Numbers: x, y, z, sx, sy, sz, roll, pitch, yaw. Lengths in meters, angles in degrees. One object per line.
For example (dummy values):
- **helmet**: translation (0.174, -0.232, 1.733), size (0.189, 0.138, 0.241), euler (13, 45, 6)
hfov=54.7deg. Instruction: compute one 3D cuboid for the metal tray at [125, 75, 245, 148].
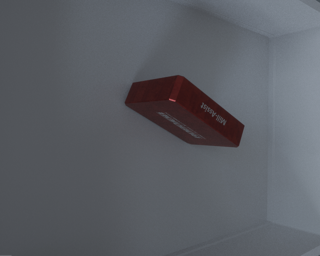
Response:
- **metal tray**: translation (0.033, -0.016, 0.389), size (0.130, 0.090, 0.030), euler (31, 71, -37)
